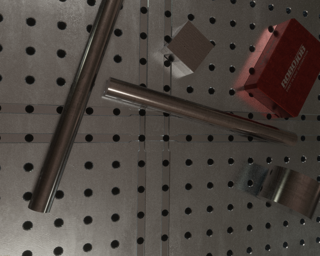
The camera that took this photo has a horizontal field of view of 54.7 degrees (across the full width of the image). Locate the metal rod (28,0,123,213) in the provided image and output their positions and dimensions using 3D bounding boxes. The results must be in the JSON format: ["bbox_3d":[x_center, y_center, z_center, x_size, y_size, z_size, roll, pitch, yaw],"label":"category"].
[{"bbox_3d":[-0.096,-0.047,0.377,0.025,0.025,0.299,20,83,-19],"label":"metal rod"}]

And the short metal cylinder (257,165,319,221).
[{"bbox_3d":[0.191,0.095,0.456,0.080,0.080,0.050,30,80,-18],"label":"short metal cylinder"}]

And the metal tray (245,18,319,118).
[{"bbox_3d":[0.200,-0.092,0.486,0.090,0.030,0.130,34,79,-17],"label":"metal tray"}]

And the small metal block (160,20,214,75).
[{"bbox_3d":[0.038,-0.110,0.428,0.050,0.025,0.050,41,77,-16],"label":"small metal block"}]

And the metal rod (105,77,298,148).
[{"bbox_3d":[0.071,-0.017,0.440,0.302,0.025,0.025,15,85,-20],"label":"metal rod"}]
